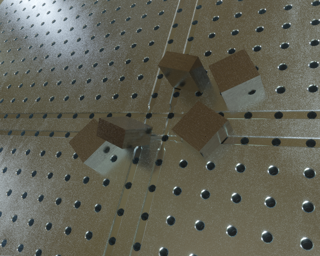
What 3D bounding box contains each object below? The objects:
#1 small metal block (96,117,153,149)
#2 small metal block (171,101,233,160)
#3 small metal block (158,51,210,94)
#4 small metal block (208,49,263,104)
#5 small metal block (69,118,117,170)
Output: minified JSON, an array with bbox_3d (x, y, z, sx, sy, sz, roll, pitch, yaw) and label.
[{"bbox_3d":[-0.046,0.004,0.409,0.050,0.050,0.025,22,108,36],"label":"small metal block"},{"bbox_3d":[0.051,0.002,0.379,0.050,0.025,0.050,-47,52,-5],"label":"small metal block"},{"bbox_3d":[0.033,-0.075,0.420,0.050,0.050,0.025,19,72,35],"label":"small metal block"},{"bbox_3d":[0.097,-0.067,0.398,0.050,0.025,0.050,-24,53,13],"label":"small metal block"},{"bbox_3d":[-0.095,0.022,0.442,0.050,0.025,0.050,-45,51,-3],"label":"small metal block"}]
